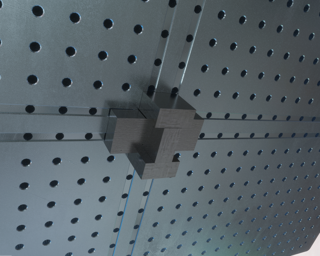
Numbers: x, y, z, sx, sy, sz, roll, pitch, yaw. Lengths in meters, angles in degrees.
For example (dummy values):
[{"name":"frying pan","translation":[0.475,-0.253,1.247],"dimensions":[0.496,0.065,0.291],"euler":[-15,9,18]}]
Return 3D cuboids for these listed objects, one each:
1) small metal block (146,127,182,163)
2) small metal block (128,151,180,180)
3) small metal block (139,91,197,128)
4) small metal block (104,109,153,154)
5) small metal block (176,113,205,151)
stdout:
[{"name":"small metal block","translation":[0.000,0.010,0.402],"dimensions":[0.025,0.050,0.050],"euler":[1,118,-29]},{"name":"small metal block","translation":[-0.009,0.043,0.418],"dimensions":[0.050,0.050,0.025],"euler":[1,118,-29]},{"name":"small metal block","translation":[0.009,-0.023,0.387],"dimensions":[0.050,0.050,0.025],"euler":[1,118,-29]},{"name":"small metal block","translation":[-0.039,0.004,0.393],"dimensions":[0.050,0.025,0.050],"euler":[0,118,-29]},{"name":"small metal block","translation":[0.027,0.004,0.430],"dimensions":[0.050,0.025,0.050],"euler":[1,118,-29]}]
